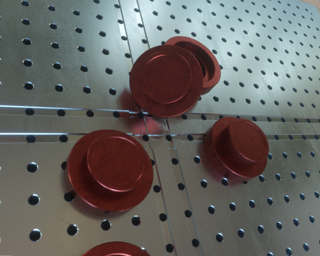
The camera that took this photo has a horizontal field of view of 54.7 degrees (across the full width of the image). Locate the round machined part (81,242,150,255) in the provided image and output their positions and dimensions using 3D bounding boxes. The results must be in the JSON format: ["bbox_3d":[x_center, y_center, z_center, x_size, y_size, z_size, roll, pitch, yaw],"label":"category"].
[{"bbox_3d":[-0.045,0.157,0.278,0.099,0.042,0.098,14,56,-21],"label":"round machined part"}]

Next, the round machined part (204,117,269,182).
[{"bbox_3d":[0.117,0.025,0.447,0.099,0.042,0.098,14,56,-21],"label":"round machined part"}]

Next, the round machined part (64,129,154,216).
[{"bbox_3d":[-0.052,0.044,0.344,0.099,0.042,0.098,14,56,-21],"label":"round machined part"}]

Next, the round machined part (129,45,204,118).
[{"bbox_3d":[0.008,-0.063,0.408,0.099,0.042,0.097,0,86,5],"label":"round machined part"}]

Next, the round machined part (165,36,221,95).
[{"bbox_3d":[0.041,-0.090,0.476,0.099,0.042,0.098,14,56,-21],"label":"round machined part"}]
